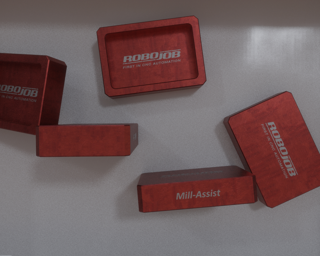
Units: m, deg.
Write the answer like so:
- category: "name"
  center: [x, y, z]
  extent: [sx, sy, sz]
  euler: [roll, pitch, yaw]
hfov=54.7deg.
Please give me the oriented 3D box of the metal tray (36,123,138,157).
- category: "metal tray"
  center: [-0.074, 0.011, 0.358]
  extent: [0.091, 0.130, 0.030]
  euler: [-1, 92, -1]

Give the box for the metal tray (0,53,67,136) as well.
- category: "metal tray"
  center: [-0.181, -0.044, 0.380]
  extent: [0.130, 0.030, 0.089]
  euler: [9, 90, 24]

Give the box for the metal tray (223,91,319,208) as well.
- category: "metal tray"
  center: [0.153, 0.028, 0.411]
  extent: [0.090, 0.030, 0.129]
  euler: [-25, 90, -1]

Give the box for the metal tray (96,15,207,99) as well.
- category: "metal tray"
  center: [-0.011, -0.091, 0.408]
  extent: [0.131, 0.030, 0.089]
  euler: [-8, 90, -1]

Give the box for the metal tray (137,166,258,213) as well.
- category: "metal tray"
  center: [0.041, 0.071, 0.379]
  extent: [0.131, 0.090, 0.030]
  euler: [-5, 90, -1]
